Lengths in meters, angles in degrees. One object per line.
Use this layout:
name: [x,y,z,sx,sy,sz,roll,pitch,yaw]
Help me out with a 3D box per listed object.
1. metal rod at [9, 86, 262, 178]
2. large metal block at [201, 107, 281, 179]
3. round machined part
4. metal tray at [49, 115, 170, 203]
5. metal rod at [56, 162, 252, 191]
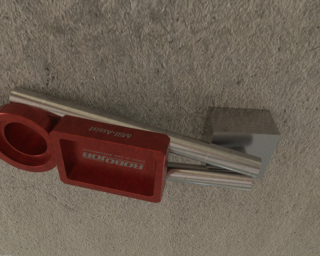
metal rod: [-0.030,0.004,0.369,0.302,0.025,0.025,16,129,2]
large metal block: [0.100,0.020,0.409,0.081,0.050,0.079,3,130,-3]
round machined part: [-0.166,0.008,0.395,0.099,0.042,0.097,6,130,8]
metal tray: [-0.057,0.039,0.370,0.131,0.030,0.089,10,131,7]
metal rod: [-0.035,0.052,0.410,0.301,0.025,0.025,5,131,11]
